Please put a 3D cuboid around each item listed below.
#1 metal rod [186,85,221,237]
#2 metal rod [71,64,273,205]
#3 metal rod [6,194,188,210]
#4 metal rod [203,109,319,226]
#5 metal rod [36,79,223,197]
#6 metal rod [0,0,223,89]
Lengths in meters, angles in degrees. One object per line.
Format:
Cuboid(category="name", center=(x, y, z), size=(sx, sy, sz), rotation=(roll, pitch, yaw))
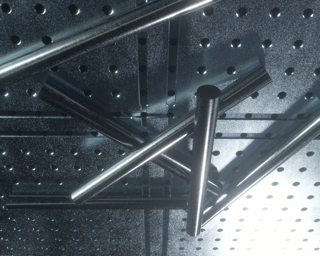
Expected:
Cuboid(category="metal rod", center=(0.054, 0.069, 0.428), size=(0.025, 0.025, 0.298), rotation=(-1, 135, 1))
Cuboid(category="metal rod", center=(0.003, 0.017, 0.398), size=(0.300, 0.025, 0.025), rotation=(-34, 123, 15))
Cuboid(category="metal rod", center=(-0.097, 0.123, 0.514), size=(0.302, 0.025, 0.025), rotation=(0, 130, 0))
Cuboid(category="metal rod", center=(0.140, 0.077, 0.477), size=(0.025, 0.025, 0.298), rotation=(25, 126, -20))
Cuboid(category="metal rod", center=(-0.026, 0.025, 0.432), size=(0.301, 0.025, 0.025), rotation=(32, 123, -25))
Cuboid(category="metal rod", center=(-0.058, -0.099, 0.326), size=(0.301, 0.025, 0.025), rotation=(-17, 128, 14))
